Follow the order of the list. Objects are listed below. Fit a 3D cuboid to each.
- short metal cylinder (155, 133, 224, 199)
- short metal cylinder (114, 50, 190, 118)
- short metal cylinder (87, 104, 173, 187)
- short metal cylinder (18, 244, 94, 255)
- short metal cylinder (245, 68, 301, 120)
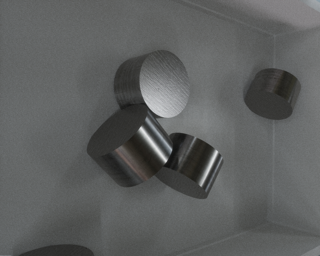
[{"bbox_3d":[0.035,0.050,0.402,0.080,0.080,0.050,45,63,-31],"label":"short metal cylinder"},{"bbox_3d":[-0.009,-0.051,0.382,0.081,0.050,0.080,2,87,-42],"label":"short metal cylinder"},{"bbox_3d":[-0.033,0.018,0.345,0.080,0.080,0.050,-53,121,-27],"label":"short metal cylinder"},{"bbox_3d":[-0.101,0.149,0.288,0.081,0.080,0.050,-4,93,-40],"label":"short metal cylinder"},{"bbox_3d":[0.196,-0.058,0.538,0.080,0.080,0.050,43,64,-32],"label":"short metal cylinder"}]
